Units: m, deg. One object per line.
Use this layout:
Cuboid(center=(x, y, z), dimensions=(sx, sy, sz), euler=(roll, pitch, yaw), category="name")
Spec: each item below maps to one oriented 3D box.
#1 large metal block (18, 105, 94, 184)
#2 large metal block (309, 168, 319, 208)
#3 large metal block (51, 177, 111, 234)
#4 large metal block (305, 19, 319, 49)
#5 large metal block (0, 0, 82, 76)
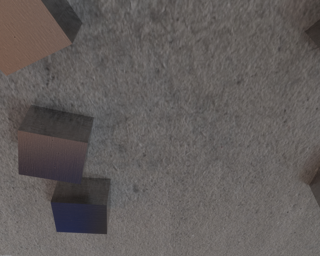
Cuboid(center=(-0.137, 0.024, 0.409), dimensions=(0.081, 0.050, 0.079), euler=(12, 129, -10), category="large metal block")
Cuboid(center=(0.288, 0.082, 0.465), dimensions=(0.081, 0.050, 0.079), euler=(2, 130, -3), category="large metal block")
Cuboid(center=(-0.122, 0.124, 0.495), dimensions=(0.081, 0.050, 0.079), euler=(4, 130, -4), category="large metal block")
Cuboid(center=(0.203, -0.090, 0.297), dimensions=(0.050, 0.080, 0.080), euler=(33, 123, -25), category="large metal block")
Cuboid(center=(-0.136, -0.109, 0.296), dimensions=(0.080, 0.050, 0.080), euler=(-20, 128, 16), category="large metal block")
